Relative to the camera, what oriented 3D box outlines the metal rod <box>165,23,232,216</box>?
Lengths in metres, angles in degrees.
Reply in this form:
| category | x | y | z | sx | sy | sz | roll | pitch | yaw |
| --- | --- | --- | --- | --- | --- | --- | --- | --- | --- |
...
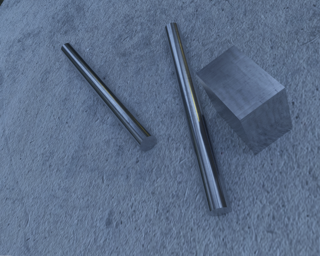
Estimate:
| category | x | y | z | sx | sy | sz | roll | pitch | yaw |
| --- | --- | --- | --- | --- | --- | --- | --- | --- | --- |
| metal rod | 0.041 | -0.035 | 0.403 | 0.025 | 0.025 | 0.299 | -21 | 54 | 16 |

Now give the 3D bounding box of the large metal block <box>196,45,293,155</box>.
| category | x | y | z | sx | sy | sz | roll | pitch | yaw |
| --- | --- | --- | --- | --- | --- | --- | --- | --- | --- |
| large metal block | 0.093 | -0.029 | 0.338 | 0.050 | 0.080 | 0.080 | -37 | 51 | 4 |

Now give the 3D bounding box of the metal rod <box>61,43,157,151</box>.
| category | x | y | z | sx | sy | sz | roll | pitch | yaw |
| --- | --- | --- | --- | --- | --- | --- | --- | --- | --- |
| metal rod | -0.095 | -0.065 | 0.493 | 0.025 | 0.025 | 0.300 | -43 | 51 | -1 |
